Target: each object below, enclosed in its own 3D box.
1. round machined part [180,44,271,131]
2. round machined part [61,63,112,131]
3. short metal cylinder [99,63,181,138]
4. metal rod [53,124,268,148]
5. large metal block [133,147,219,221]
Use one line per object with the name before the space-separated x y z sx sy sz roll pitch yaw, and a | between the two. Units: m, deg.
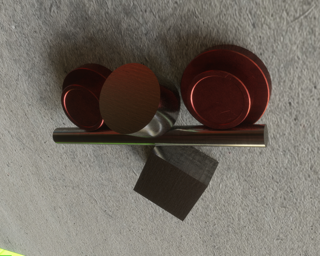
round machined part | 0.068 -0.037 0.339 0.098 0.042 0.097 13 124 21
round machined part | -0.095 -0.035 0.425 0.098 0.042 0.097 13 124 21
short metal cylinder | -0.023 -0.030 0.362 0.080 0.050 0.080 -4 81 28
metal rod | -0.020 0.010 0.398 0.300 0.025 0.025 -1 118 28
large metal block | 0.020 0.066 0.419 0.080 0.050 0.079 31 128 8
